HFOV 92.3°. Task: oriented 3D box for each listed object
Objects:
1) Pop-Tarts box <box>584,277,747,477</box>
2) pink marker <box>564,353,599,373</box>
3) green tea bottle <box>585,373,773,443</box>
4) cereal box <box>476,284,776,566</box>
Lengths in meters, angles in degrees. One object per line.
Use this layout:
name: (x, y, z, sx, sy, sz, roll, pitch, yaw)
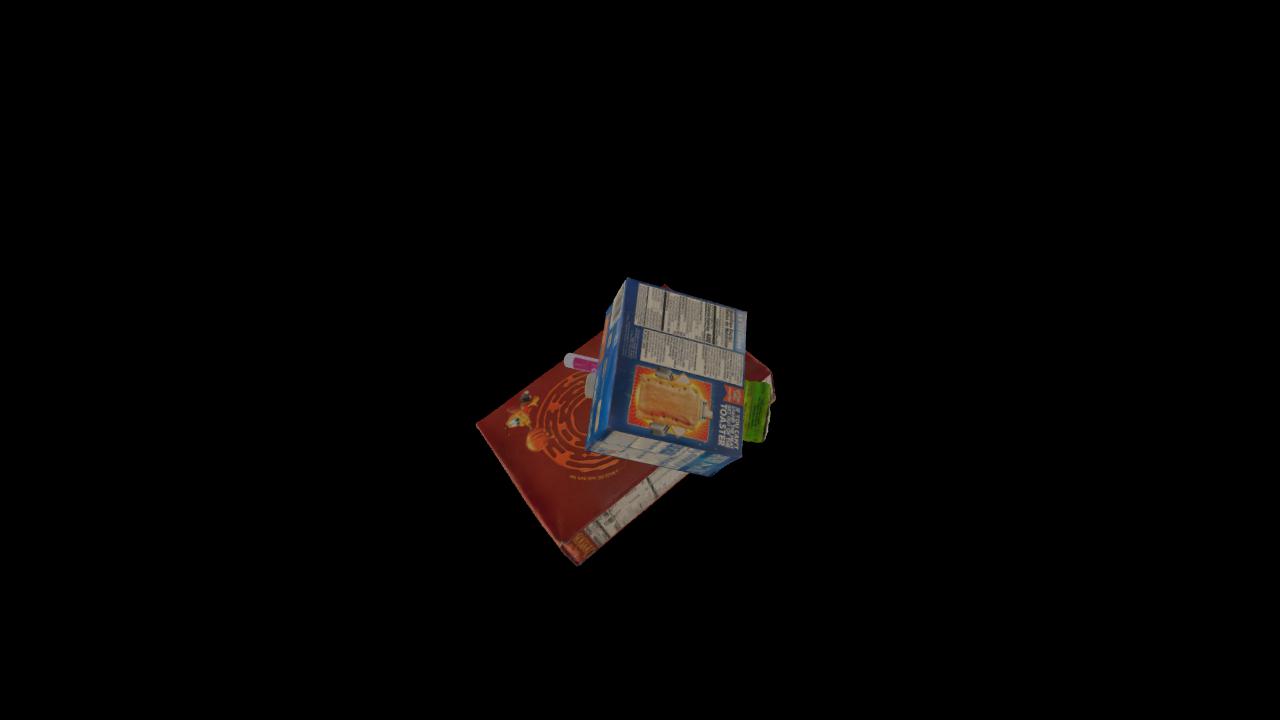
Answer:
Pop-Tarts box: (0.030, 0.020, 0.642, 0.141, 0.167, 0.083, 14, -26, -15)
pink marker: (-0.039, 0.010, 0.725, 0.121, 0.020, 0.020, 12, 7, 33)
green tea bottle: (0.042, 0.044, 0.703, 0.212, 0.073, 0.073, 10, 2, 9)
cereal box: (-0.018, 0.065, 0.740, 0.203, 0.306, 0.081, 43, -14, 35)
